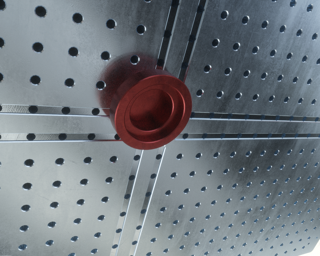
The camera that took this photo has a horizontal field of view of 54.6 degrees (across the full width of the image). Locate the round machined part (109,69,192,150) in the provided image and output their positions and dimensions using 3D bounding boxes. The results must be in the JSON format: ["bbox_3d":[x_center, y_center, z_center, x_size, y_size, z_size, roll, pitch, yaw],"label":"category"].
[{"bbox_3d":[-0.014,-0.025,0.376,0.099,0.042,0.097,-14,124,-21],"label":"round machined part"}]
